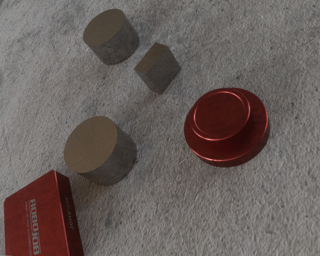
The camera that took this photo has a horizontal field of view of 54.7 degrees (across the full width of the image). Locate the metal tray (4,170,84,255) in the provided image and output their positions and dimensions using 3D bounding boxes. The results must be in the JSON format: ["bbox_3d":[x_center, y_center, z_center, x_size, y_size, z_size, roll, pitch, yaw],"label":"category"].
[{"bbox_3d":[-0.154,0.131,0.401,0.090,0.030,0.130,-31,52,7],"label":"metal tray"}]

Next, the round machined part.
[{"bbox_3d":[0.073,-0.007,0.359,0.098,0.042,0.098,-13,56,21],"label":"round machined part"}]

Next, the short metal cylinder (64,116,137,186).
[{"bbox_3d":[-0.078,0.031,0.410,0.080,0.050,0.080,-13,56,21],"label":"short metal cylinder"}]

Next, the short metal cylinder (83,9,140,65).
[{"bbox_3d":[-0.082,-0.154,0.525,0.080,0.050,0.080,-13,56,21],"label":"short metal cylinder"}]

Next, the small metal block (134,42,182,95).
[{"bbox_3d":[-0.002,-0.084,0.441,0.025,0.050,0.050,29,78,37],"label":"small metal block"}]
